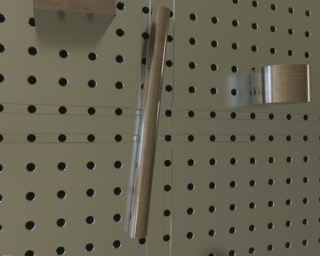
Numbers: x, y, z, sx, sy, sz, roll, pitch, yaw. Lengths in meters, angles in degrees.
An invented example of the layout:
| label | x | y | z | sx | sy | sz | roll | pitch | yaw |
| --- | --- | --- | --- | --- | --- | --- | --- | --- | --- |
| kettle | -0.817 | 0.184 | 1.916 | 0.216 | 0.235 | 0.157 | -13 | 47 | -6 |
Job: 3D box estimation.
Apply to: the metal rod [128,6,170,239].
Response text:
| label | x | y | z | sx | sy | sz | roll | pitch | yaw |
| --- | --- | --- | --- | --- | --- | --- | --- | --- | --- |
| metal rod | -0.014 | -0.009 | 0.407 | 0.025 | 0.025 | 0.298 | 7 | 88 | -20 |

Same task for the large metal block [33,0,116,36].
| label | x | y | z | sx | sy | sz | roll | pitch | yaw |
| --- | --- | --- | --- | --- | --- | --- | --- | --- | --- |
| large metal block | -0.098 | -0.141 | 0.347 | 0.081 | 0.080 | 0.050 | -3 | 91 | -20 |

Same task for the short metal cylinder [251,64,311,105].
| label | x | y | z | sx | sy | sz | roll | pitch | yaw |
| --- | --- | --- | --- | --- | --- | --- | --- | --- | --- |
| short metal cylinder | 0.174 | -0.060 | 0.447 | 0.081 | 0.080 | 0.050 | -2 | 91 | -20 |
